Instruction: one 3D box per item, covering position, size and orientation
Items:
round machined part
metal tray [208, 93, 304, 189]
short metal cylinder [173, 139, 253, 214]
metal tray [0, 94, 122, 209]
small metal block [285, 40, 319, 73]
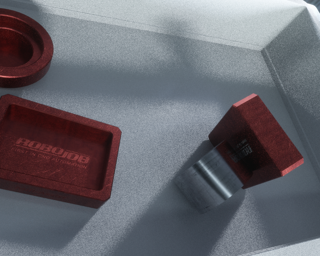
[{"bbox_3d":[-0.176,-0.085,0.352,0.099,0.042,0.098,14,56,-21],"label":"round machined part"},{"bbox_3d":[0.109,0.023,0.384,0.030,0.130,0.090,-29,77,-12],"label":"metal tray"},{"bbox_3d":[0.063,0.058,0.371,0.081,0.080,0.050,-32,80,-38],"label":"short metal cylinder"},{"bbox_3d":[-0.112,0.026,0.326,0.131,0.030,0.090,18,55,-18],"label":"metal tray"},{"bbox_3d":[0.301,-0.150,0.650,0.050,0.050,0.025,22,54,-16],"label":"small metal block"}]
